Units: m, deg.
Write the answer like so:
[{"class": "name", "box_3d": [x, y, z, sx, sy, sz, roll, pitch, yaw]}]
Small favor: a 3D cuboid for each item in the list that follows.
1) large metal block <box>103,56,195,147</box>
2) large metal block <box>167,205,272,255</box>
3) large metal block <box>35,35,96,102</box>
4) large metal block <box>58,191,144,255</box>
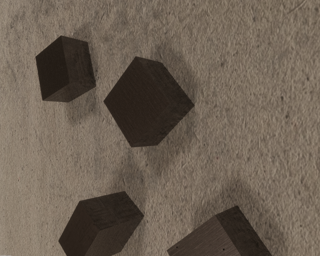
[{"class": "large metal block", "box_3d": [-0.017, -0.032, 0.400, 0.080, 0.050, 0.080, -48, 62, 29]}, {"class": "large metal block", "box_3d": [0.067, 0.143, 0.332, 0.080, 0.050, 0.080, -47, 62, 29]}, {"class": "large metal block", "box_3d": [-0.158, -0.095, 0.516, 0.080, 0.050, 0.080, -21, 77, 38]}, {"class": "large metal block", "box_3d": [-0.082, 0.141, 0.434, 0.050, 0.081, 0.080, 45, 117, 30]}]
